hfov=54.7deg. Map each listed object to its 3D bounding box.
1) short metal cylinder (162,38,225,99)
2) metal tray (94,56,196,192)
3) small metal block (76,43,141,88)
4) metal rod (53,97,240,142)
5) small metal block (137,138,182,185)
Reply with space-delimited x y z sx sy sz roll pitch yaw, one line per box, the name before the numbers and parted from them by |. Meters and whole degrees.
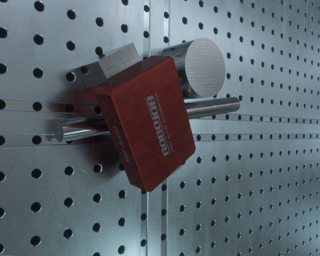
short metal cylinder | 0.046 -0.081 0.433 0.081 0.050 0.079 0 90 -40
metal tray | -0.010 -0.005 0.349 0.091 0.030 0.129 -37 124 -33
small metal block | -0.057 -0.069 0.346 0.050 0.050 0.025 -39 114 -33
metal rod | 0.009 -0.018 0.419 0.302 0.025 0.025 -10 97 -40
small metal block | -0.003 0.040 0.407 0.050 0.025 0.050 -30 109 -36
